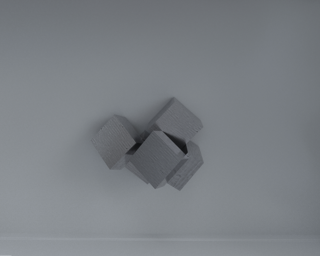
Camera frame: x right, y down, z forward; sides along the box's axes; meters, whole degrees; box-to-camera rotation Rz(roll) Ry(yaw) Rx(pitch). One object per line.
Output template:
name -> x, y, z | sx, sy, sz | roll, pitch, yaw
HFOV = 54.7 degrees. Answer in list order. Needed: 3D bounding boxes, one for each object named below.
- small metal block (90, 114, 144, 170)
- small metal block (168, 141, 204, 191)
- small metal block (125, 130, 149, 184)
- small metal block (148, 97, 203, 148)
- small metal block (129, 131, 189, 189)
small metal block -> -0.055, 0.019, 0.403 | 0.050, 0.025, 0.050 | -46, 66, 15
small metal block -> 0.030, 0.047, 0.414 | 0.025, 0.050, 0.050 | 34, 106, -12
small metal block -> -0.019, 0.040, 0.424 | 0.050, 0.025, 0.050 | 40, 105, -14
small metal block -> 0.020, -0.004, 0.408 | 0.050, 0.025, 0.050 | 40, 105, -14
small metal block -> -0.002, 0.039, 0.384 | 0.050, 0.025, 0.050 | 45, 106, 20
